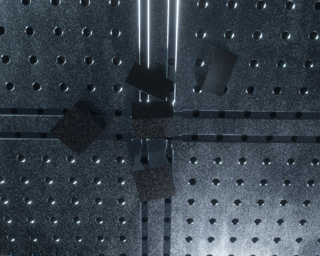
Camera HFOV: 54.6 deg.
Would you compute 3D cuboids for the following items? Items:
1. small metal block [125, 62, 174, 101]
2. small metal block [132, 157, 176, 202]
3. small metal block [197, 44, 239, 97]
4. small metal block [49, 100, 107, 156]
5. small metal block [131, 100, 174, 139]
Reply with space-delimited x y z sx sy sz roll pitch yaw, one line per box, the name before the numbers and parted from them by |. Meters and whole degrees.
small metal block | -0.015 -0.055 0.377 0.050 0.050 0.025 25 93 -9
small metal block | -0.008 0.073 0.440 0.050 0.025 0.050 -12 110 4
small metal block | 0.068 -0.071 0.374 0.025 0.050 0.050 17 109 -6
small metal block | -0.108 0.000 0.412 0.050 0.025 0.050 -43 105 14
small metal block | -0.008 -0.010 0.396 0.050 0.025 0.050 -3 150 1
